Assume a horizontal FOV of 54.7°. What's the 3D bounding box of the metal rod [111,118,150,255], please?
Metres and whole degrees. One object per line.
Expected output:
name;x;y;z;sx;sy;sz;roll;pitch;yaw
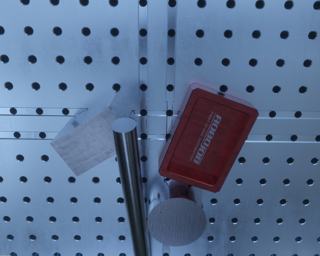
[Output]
metal rod;-0.031;0.113;0.406;0.025;0.025;0.298;-2;129;1

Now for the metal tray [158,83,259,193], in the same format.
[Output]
metal tray;0.061;0.016;0.416;0.091;0.030;0.129;19;109;-7

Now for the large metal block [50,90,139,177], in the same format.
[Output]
large metal block;-0.076;0.003;0.385;0.080;0.080;0.050;-30;108;10

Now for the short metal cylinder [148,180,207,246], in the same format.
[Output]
short metal cylinder;0.023;0.121;0.445;0.081;0.050;0.079;0;110;0
